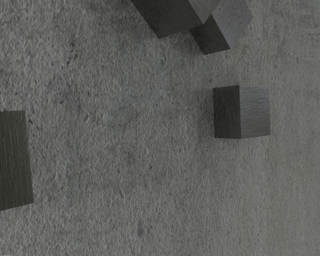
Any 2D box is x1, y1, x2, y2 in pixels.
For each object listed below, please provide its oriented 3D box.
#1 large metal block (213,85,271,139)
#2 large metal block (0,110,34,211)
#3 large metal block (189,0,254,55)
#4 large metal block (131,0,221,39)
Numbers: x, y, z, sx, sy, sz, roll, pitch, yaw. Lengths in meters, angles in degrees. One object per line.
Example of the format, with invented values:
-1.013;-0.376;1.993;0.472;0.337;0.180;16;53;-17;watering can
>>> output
0.133;-0.026;0.499;0.081;0.050;0.079;-4;93;-40;large metal block
-0.158;0.028;0.256;0.081;0.050;0.079;-7;95;-40;large metal block
0.084;-0.169;0.458;0.080;0.050;0.080;52;60;-28;large metal block
0.014;-0.165;0.380;0.080;0.080;0.050;49;61;-29;large metal block
